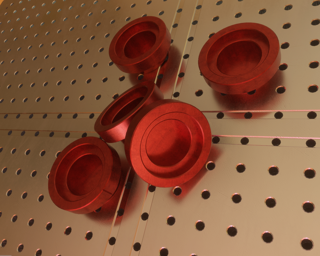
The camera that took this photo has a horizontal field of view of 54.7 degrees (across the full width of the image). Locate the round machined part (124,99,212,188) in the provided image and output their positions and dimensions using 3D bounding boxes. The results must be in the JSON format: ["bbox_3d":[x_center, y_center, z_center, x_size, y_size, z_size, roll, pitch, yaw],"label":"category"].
[{"bbox_3d":[0.006,0.015,0.355,0.098,0.098,0.042,-48,27,-6],"label":"round machined part"}]

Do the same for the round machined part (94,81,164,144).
[{"bbox_3d":[-0.035,-0.015,0.407,0.098,0.042,0.098,-30,26,17],"label":"round machined part"}]

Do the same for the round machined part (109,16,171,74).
[{"bbox_3d":[-0.027,-0.124,0.486,0.098,0.042,0.098,-13,56,20],"label":"round machined part"}]

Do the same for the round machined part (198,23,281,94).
[{"bbox_3d":[0.102,-0.083,0.394,0.098,0.042,0.098,-13,56,20],"label":"round machined part"}]

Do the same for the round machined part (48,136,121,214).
[{"bbox_3d":[-0.092,0.064,0.404,0.098,0.042,0.098,-13,58,21],"label":"round machined part"}]
